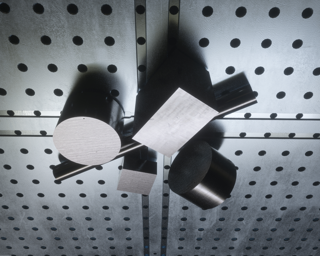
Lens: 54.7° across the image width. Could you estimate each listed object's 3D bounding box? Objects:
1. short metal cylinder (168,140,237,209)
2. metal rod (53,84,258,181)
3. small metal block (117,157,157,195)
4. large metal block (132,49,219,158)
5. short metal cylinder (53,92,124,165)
[{"bbox_3d":[0.057,0.064,0.426,0.050,0.080,0.080,36,121,-27],"label":"short metal cylinder"},{"bbox_3d":[-0.019,0.013,0.418,0.300,0.025,0.025,-22,127,18],"label":"metal rod"},{"bbox_3d":[-0.035,0.073,0.469,0.050,0.025,0.050,12,129,-10],"label":"small metal block"},{"bbox_3d":[0.014,-0.028,0.348,0.050,0.080,0.080,29,124,-23],"label":"large metal block"},{"bbox_3d":[-0.087,0.001,0.391,0.081,0.050,0.079,0,130,0],"label":"short metal cylinder"}]
